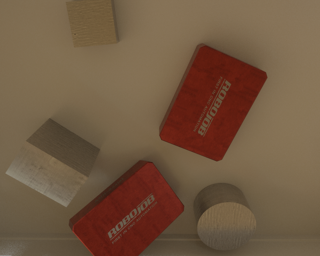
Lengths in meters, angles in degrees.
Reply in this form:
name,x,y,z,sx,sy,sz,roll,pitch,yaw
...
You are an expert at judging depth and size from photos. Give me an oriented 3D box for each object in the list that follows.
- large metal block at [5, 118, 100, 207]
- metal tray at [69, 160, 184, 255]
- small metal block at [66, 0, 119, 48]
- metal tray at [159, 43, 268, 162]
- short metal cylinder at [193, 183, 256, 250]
name,x,y,z,sx,sy,sz,roll,pitch,yaw
large metal block,-0.131,0.041,0.395,0.080,0.080,0.050,34,106,-12
metal tray,-0.041,0.117,0.414,0.131,0.030,0.090,-40,105,-21
small metal block,-0.078,-0.124,0.365,0.050,0.025,0.050,-5,110,1
metal tray,0.064,-0.031,0.398,0.090,0.030,0.129,22,108,-9
short metal cylinder,0.091,0.127,0.446,0.081,0.050,0.079,0,110,-1
